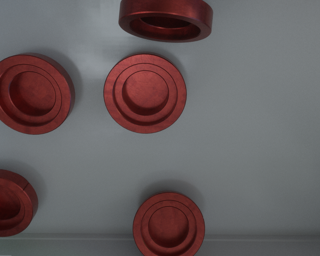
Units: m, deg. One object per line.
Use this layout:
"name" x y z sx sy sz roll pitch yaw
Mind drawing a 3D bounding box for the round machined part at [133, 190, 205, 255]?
"round machined part" 0.012 0.138 0.440 0.099 0.042 0.097 0 85 -1

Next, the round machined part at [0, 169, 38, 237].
"round machined part" -0.221 0.100 0.437 0.099 0.042 0.097 0 110 0

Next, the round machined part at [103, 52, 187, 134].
"round machined part" -0.018 -0.046 0.385 0.099 0.042 0.097 0 110 0

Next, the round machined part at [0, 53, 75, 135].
"round machined part" -0.154 -0.044 0.384 0.099 0.042 0.097 0 110 0

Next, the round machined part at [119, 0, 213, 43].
"round machined part" 0.007 -0.126 0.330 0.099 0.098 0.042 5 90 -2
